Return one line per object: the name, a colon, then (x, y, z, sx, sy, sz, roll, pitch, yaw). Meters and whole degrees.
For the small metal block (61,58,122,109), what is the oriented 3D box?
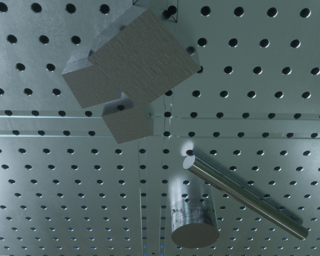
small metal block: (-0.078, -0.055, 0.364, 0.050, 0.025, 0.050, -14, 129, 11)

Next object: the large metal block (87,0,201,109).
large metal block: (-0.015, -0.080, 0.327, 0.080, 0.050, 0.080, -32, 124, 24)

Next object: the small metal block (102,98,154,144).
small metal block: (-0.040, -0.011, 0.402, 0.050, 0.025, 0.050, -15, 129, 12)

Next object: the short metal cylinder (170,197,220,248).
short metal cylinder: (0.059, 0.166, 0.537, 0.081, 0.050, 0.079, 0, 130, 0)

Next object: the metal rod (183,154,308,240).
metal rod: (0.155, 0.124, 0.519, 0.301, 0.025, 0.025, 34, 122, -26)
